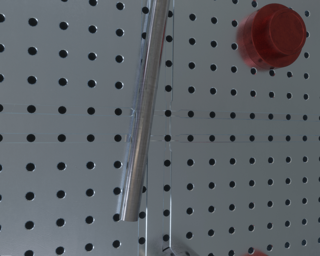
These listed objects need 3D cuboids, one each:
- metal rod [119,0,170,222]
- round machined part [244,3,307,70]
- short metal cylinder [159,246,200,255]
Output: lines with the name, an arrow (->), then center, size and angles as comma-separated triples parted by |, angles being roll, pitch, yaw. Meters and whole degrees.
metal rod -> -0.019, -0.031, 0.405 | 0.025, 0.025, 0.298 | 9, 87, -20
round machined part -> 0.181, -0.141, 0.470 | 0.099, 0.042, 0.097 | 0, 90, -20
short metal cylinder -> 0.032, 0.206, 0.412 | 0.081, 0.050, 0.079 | 0, 90, -20
